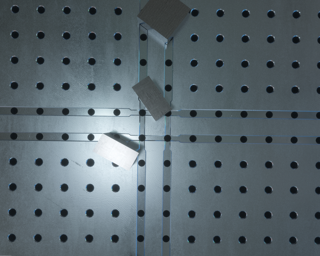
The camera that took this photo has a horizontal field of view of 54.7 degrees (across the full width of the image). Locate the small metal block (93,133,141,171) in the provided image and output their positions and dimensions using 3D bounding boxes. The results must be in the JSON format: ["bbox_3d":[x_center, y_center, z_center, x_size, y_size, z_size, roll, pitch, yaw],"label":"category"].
[{"bbox_3d":[-0.054,0.029,0.400,0.050,0.050,0.025,29,90,-1],"label":"small metal block"}]

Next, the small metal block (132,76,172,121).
[{"bbox_3d":[-0.010,-0.036,0.401,0.025,0.050,0.050,-35,90,0],"label":"small metal block"}]

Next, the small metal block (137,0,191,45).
[{"bbox_3d":[0.005,-0.149,0.413,0.050,0.025,0.050,37,90,-1],"label":"small metal block"}]
